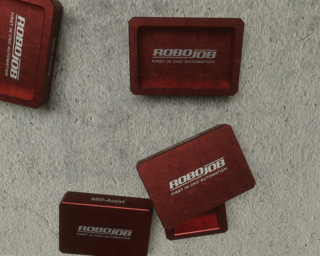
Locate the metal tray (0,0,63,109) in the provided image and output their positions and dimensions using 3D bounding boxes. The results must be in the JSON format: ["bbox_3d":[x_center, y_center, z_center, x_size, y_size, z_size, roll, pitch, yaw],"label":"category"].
[{"bbox_3d":[-0.175,-0.096,0.369,0.091,0.030,0.129,14,110,-5],"label":"metal tray"}]

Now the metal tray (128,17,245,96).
[{"bbox_3d":[0.030,-0.086,0.375,0.131,0.030,0.089,0,110,-1],"label":"metal tray"}]

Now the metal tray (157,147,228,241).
[{"bbox_3d":[0.043,0.094,0.441,0.090,0.030,0.129,-10,110,3],"label":"metal tray"}]

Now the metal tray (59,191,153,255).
[{"bbox_3d":[-0.080,0.146,0.460,0.131,0.030,0.089,6,110,-3],"label":"metal tray"}]

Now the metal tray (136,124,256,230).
[{"bbox_3d":[0.045,0.060,0.400,0.131,0.030,0.090,-24,93,-7],"label":"metal tray"}]
